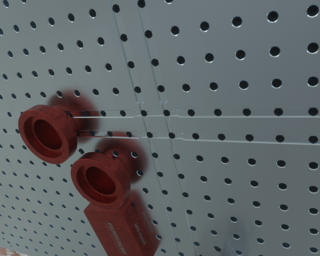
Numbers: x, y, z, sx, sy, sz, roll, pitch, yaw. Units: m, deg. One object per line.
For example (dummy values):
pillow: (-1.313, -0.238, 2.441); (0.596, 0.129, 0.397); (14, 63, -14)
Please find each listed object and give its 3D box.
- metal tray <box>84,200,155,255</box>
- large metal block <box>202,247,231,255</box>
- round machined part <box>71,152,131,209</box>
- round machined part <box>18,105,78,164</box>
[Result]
metal tray: (-0.073, 0.190, 0.564); (0.090, 0.030, 0.129); (-8, 115, 31)
large metal block: (0.078, 0.247, 0.487); (0.050, 0.080, 0.080); (44, 129, -3)
round machined part: (-0.090, 0.079, 0.496); (0.098, 0.042, 0.097); (13, 124, 21)
round machined part: (-0.172, 0.006, 0.495); (0.098, 0.042, 0.097); (13, 124, 21)
